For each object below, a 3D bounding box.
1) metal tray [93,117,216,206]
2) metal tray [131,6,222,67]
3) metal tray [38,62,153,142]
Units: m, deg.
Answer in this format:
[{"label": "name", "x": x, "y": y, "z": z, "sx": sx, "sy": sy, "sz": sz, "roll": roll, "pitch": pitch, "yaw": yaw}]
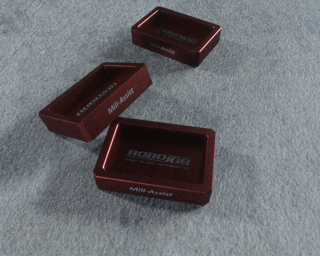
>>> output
[{"label": "metal tray", "x": -0.003, "y": 0.036, "z": 0.369, "sx": 0.131, "sy": 0.030, "sz": 0.090, "roll": 8, "pitch": 50, "yaw": 6}, {"label": "metal tray", "x": 0.028, "y": -0.161, "z": 0.535, "sx": 0.130, "sy": 0.030, "sz": 0.090, "roll": 26, "pitch": 54, "yaw": 19}, {"label": "metal tray", "x": -0.083, "y": -0.041, "z": 0.411, "sx": 0.090, "sy": 0.030, "sz": 0.131, "roll": 11, "pitch": 47, "yaw": 39}]
